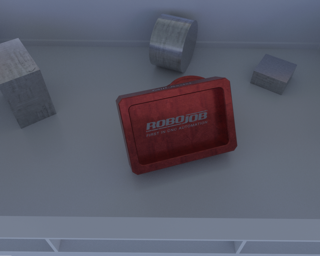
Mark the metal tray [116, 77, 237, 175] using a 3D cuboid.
[{"bbox_3d":[0.021,-0.005,0.367,0.131,0.089,0.030,-13,15,-11],"label":"metal tray"}]

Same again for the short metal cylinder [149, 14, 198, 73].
[{"bbox_3d":[0.022,-0.131,0.480,0.050,0.080,0.080,17,52,14],"label":"short metal cylinder"}]

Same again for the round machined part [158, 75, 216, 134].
[{"bbox_3d":[0.044,-0.034,0.424,0.099,0.042,0.098,0,50,0],"label":"round machined part"}]

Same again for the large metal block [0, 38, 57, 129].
[{"bbox_3d":[-0.189,-0.060,0.417,0.050,0.080,0.080,-28,56,-22],"label":"large metal block"}]

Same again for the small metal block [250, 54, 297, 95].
[{"bbox_3d":[0.175,-0.083,0.478,0.050,0.025,0.050,27,55,20],"label":"small metal block"}]
